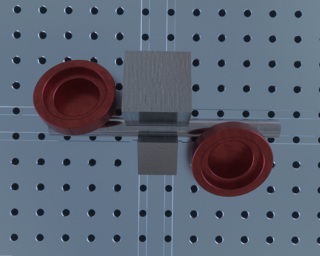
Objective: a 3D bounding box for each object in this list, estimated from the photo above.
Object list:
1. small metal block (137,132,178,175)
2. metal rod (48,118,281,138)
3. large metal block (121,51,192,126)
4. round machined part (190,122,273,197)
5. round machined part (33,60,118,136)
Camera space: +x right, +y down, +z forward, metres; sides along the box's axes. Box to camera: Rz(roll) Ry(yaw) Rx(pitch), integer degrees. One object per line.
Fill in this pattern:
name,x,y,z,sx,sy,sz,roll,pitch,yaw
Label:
small metal block,-0.003,0.034,0.403,0.050,0.025,0.050,1,119,0
metal rod,0.006,0.000,0.414,0.302,0.025,0.025,1,90,0
large metal block,-0.003,-0.049,0.389,0.081,0.050,0.080,1,72,0
round machined part,0.088,0.036,0.393,0.099,0.042,0.097,0,115,0
round machined part,-0.103,-0.034,0.391,0.099,0.042,0.098,0,64,0
